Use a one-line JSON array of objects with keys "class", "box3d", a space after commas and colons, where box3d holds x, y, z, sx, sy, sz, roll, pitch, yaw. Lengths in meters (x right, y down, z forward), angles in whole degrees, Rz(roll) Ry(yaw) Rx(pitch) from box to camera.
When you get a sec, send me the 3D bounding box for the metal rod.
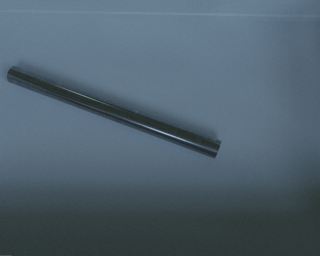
[{"class": "metal rod", "box3d": [-0.065, -0.024, 0.417, 0.301, 0.025, 0.025, 20, 71, 7]}]
